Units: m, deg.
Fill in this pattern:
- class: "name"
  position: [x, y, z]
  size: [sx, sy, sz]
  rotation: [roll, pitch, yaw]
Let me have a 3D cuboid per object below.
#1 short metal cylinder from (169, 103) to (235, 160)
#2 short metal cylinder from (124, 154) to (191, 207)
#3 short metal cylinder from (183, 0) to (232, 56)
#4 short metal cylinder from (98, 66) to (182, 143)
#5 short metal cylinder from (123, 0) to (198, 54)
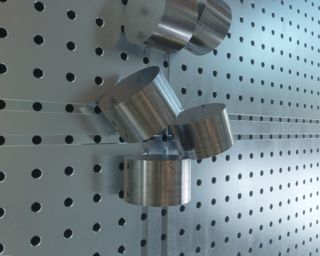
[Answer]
- class: "short metal cylinder"
  position: [0.056, 0.003, 0.423]
  size: [0.081, 0.080, 0.050]
  rotation: [-29, 109, -36]
- class: "short metal cylinder"
  position: [-0.003, 0.060, 0.373]
  size: [0.081, 0.080, 0.050]
  rotation: [0, 90, -40]
- class: "short metal cylinder"
  position: [0.048, -0.145, 0.416]
  size: [0.050, 0.080, 0.080]
  rotation: [18, 79, -39]
- class: "short metal cylinder"
  position: [-0.023, -0.028, 0.356]
  size: [0.080, 0.080, 0.050]
  rotation: [-48, 119, -29]
- class: "short metal cylinder"
  position: [-0.001, -0.135, 0.374]
  size: [0.050, 0.080, 0.080]
  rotation: [7, 86, -40]
